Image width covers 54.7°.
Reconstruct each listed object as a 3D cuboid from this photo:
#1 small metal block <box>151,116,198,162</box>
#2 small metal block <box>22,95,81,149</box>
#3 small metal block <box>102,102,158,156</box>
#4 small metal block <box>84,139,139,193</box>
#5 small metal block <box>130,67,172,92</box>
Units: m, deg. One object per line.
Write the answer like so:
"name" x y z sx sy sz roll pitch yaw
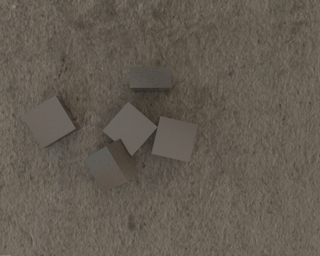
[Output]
"small metal block" 0.019 0.014 0.410 0.050 0.025 0.050 13 90 -1
"small metal block" -0.142 -0.008 0.408 0.050 0.025 0.050 -31 90 -1
"small metal block" -0.038 0.001 0.410 0.050 0.025 0.050 41 90 0
"small metal block" -0.063 0.049 0.397 0.050 0.025 0.050 -30 91 37
"small metal block" -0.011 -0.061 0.397 0.050 0.050 0.025 0 90 -1
